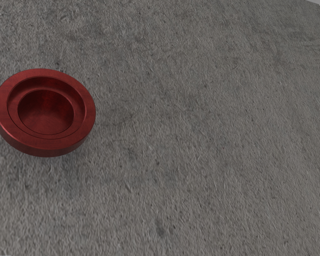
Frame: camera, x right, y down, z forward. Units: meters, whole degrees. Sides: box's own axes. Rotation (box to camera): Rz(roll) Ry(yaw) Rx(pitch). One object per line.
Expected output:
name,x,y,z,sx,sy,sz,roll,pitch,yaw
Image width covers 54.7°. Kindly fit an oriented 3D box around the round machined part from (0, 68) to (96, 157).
round machined part,-0.123,-0.013,0.334,0.099,0.042,0.098,14,56,-21
